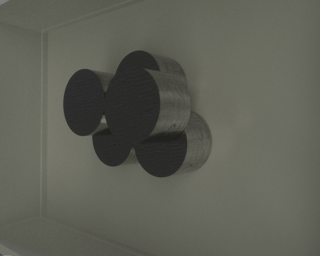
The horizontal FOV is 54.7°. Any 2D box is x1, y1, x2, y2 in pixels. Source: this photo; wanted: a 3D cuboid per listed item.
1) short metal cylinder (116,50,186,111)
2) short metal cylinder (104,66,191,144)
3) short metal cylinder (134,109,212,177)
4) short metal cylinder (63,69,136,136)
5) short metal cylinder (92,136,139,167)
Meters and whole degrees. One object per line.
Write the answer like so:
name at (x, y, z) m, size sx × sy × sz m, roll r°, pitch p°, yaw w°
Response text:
short metal cylinder at (-0.013, -0.055, 0.400) m, size 0.080 × 0.050 × 0.080 m, roll 0°, pitch 90°, yaw 40°
short metal cylinder at (-0.014, -0.023, 0.334) m, size 0.080 × 0.050 × 0.080 m, roll 0°, pitch 90°, yaw 40°
short metal cylinder at (0.015, 0.017, 0.376) m, size 0.080 × 0.050 × 0.080 m, roll 0°, pitch 90°, yaw 40°
short metal cylinder at (-0.076, -0.030, 0.386) m, size 0.080 × 0.050 × 0.080 m, roll 0°, pitch 90°, yaw 40°
short metal cylinder at (-0.048, 0.011, 0.428) m, size 0.080 × 0.050 × 0.080 m, roll 0°, pitch 90°, yaw 40°
